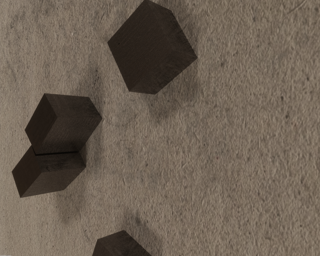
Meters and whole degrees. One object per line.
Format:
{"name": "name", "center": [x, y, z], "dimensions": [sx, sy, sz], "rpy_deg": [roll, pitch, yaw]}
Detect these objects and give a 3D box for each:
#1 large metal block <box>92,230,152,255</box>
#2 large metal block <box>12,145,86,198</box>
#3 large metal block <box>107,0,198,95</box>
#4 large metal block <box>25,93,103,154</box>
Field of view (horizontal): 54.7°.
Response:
{"name": "large metal block", "center": [-0.054, 0.205, 0.431], "dimensions": [0.080, 0.050, 0.079], "rpy_deg": [30, 109, 35]}
{"name": "large metal block", "center": [-0.186, 0.070, 0.520], "dimensions": [0.080, 0.081, 0.050], "rpy_deg": [-43, 64, 31]}
{"name": "large metal block", "center": [-0.012, -0.100, 0.397], "dimensions": [0.080, 0.050, 0.080], "rpy_deg": [-38, 67, 33]}
{"name": "large metal block", "center": [-0.153, -0.006, 0.492], "dimensions": [0.080, 0.081, 0.050], "rpy_deg": [-51, 61, 28]}
